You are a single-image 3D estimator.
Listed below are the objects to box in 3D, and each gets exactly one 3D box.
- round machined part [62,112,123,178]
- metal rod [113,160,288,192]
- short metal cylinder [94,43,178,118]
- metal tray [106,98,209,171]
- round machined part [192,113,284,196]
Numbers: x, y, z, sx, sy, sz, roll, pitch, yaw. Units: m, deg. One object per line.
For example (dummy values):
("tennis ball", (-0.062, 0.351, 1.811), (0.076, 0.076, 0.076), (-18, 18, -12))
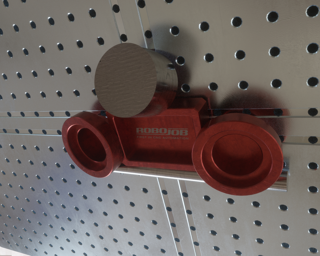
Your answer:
("round machined part", (-0.092, 0.020, 0.450), (0.098, 0.042, 0.097), (18, 126, 28))
("metal rod", (0.017, 0.059, 0.434), (0.301, 0.025, 0.025), (2, 119, 27))
("short metal cylinder", (-0.027, -0.052, 0.353), (0.080, 0.050, 0.079), (1, 93, 28))
("metal tray", (0.001, 0.009, 0.407), (0.130, 0.030, 0.089), (1, 120, 27))
("round machined part", (0.089, 0.026, 0.358), (0.098, 0.042, 0.097), (8, 119, 15))
